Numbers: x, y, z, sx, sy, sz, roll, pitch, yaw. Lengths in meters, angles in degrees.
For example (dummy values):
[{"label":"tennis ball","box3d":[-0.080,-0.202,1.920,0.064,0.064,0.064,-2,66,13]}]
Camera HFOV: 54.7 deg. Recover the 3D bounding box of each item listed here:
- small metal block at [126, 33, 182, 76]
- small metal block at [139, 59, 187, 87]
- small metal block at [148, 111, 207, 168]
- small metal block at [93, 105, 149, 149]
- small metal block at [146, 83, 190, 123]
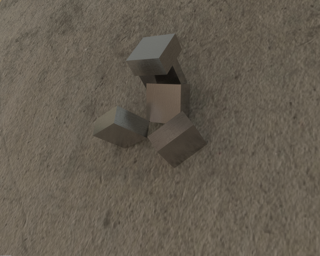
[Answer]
[{"label":"small metal block","box3d":[-0.007,-0.093,0.397,0.050,0.025,0.050,4,50,33]},{"label":"small metal block","box3d":[0.003,-0.071,0.426,0.050,0.050,0.025,-9,44,23]},{"label":"small metal block","box3d":[0.022,0.015,0.366,0.050,0.050,0.025,-37,51,3]},{"label":"small metal block","box3d":[-0.051,0.000,0.402,0.050,0.050,0.025,-26,49,44]},{"label":"small metal block","box3d":[0.010,-0.032,0.401,0.050,0.025,0.050,7,102,30]}]
